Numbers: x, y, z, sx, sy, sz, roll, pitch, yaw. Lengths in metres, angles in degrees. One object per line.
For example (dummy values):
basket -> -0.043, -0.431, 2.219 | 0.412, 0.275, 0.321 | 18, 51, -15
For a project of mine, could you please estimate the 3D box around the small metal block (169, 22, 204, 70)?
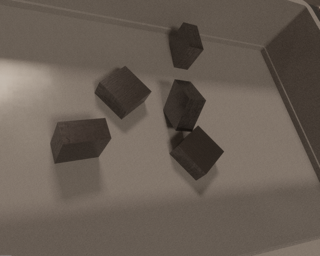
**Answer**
small metal block -> 0.041, -0.129, 0.492 | 0.025, 0.050, 0.050 | 5, 60, -26

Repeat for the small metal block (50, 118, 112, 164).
small metal block -> -0.087, 0.014, 0.335 | 0.050, 0.050, 0.025 | -6, 65, -31

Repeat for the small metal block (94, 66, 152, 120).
small metal block -> -0.048, -0.047, 0.410 | 0.050, 0.025, 0.050 | 45, 51, 2

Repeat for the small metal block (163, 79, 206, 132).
small metal block -> 0.031, -0.030, 0.416 | 0.025, 0.050, 0.050 | 4, 34, -26

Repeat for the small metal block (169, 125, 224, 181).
small metal block -> 0.050, 0.033, 0.414 | 0.050, 0.025, 0.050 | 46, 51, 3
